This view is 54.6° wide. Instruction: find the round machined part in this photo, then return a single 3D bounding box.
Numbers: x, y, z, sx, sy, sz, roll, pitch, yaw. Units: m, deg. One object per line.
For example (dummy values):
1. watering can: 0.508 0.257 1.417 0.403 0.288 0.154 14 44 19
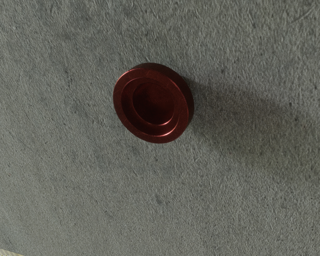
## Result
1. round machined part: -0.004 -0.033 0.378 0.098 0.042 0.097 13 124 21
